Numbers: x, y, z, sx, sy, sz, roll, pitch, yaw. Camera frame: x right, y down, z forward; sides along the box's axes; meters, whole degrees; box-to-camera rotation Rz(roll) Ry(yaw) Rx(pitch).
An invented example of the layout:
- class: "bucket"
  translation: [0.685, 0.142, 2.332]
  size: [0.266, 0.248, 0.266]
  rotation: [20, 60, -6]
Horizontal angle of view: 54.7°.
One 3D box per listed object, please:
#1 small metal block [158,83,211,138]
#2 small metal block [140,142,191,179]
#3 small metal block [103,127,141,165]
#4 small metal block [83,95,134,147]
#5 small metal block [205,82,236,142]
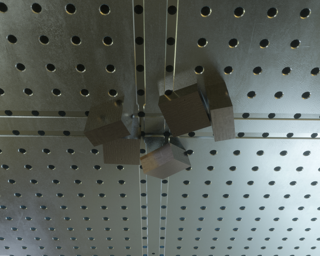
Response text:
- class: "small metal block"
  translation: [0.032, -0.022, 0.388]
  size: [0.050, 0.025, 0.050]
  rotation: [-18, 117, 15]
- class: "small metal block"
  translation: [0.008, 0.048, 0.441]
  size: [0.050, 0.025, 0.050]
  rotation: [-29, 150, 22]
- class: "small metal block"
  translation: [-0.052, 0.025, 0.432]
  size: [0.050, 0.025, 0.050]
  rotation: [3, 130, -3]
- class: "small metal block"
  translation: [-0.063, -0.009, 0.387]
  size: [0.050, 0.050, 0.025]
  rotation: [-18, 128, 14]
- class: "small metal block"
  translation: [0.074, -0.020, 0.380]
  size: [0.025, 0.050, 0.050]
  rotation: [-10, 130, 8]
